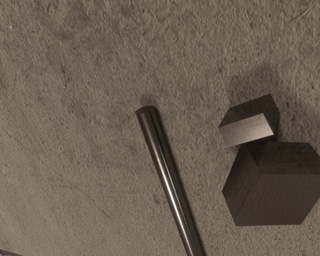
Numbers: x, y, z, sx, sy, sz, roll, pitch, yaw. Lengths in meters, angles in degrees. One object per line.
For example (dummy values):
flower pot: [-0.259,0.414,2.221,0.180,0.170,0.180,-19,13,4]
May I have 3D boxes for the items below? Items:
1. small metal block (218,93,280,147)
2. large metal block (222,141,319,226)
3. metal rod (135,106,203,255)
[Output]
small metal block: [0.097,-0.008,0.334,0.050,0.050,0.025,-21,107,35]
large metal block: [0.124,0.061,0.340,0.081,0.050,0.079,3,126,-12]
metal rod: [0.024,0.107,0.458,0.025,0.025,0.298,-5,116,30]
